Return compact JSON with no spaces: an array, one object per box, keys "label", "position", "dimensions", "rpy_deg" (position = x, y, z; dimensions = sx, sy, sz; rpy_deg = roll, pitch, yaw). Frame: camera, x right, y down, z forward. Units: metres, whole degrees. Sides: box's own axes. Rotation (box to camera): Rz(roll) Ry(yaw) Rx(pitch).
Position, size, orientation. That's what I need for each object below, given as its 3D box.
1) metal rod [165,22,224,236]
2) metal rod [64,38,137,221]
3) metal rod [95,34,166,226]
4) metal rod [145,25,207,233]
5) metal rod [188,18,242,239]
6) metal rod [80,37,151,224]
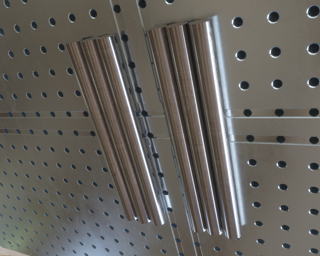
[{"label":"metal rod","position":[0.050,0.020,0.397],"dimensions":[0.025,0.025,0.298],"rpy_deg":[1,119,28]},{"label":"metal rod","position":[-0.079,0.019,0.465],"dimensions":[0.025,0.025,0.298],"rpy_deg":[1,119,28]},{"label":"metal rod","position":[-0.034,0.020,0.441],"dimensions":[0.025,0.025,0.298],"rpy_deg":[1,119,28]},{"label":"metal rod","position":[0.028,0.019,0.408],"dimensions":[0.025,0.025,0.298],"rpy_deg":[1,119,28]},{"label":"metal rod","position":[0.074,0.021,0.384],"dimensions":[0.025,0.025,0.298],"rpy_deg":[1,119,28]},{"label":"metal rod","position":[-0.056,0.020,0.453],"dimensions":[0.025,0.025,0.298],"rpy_deg":[1,119,28]}]
